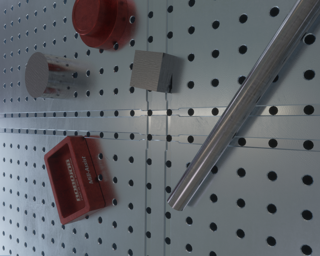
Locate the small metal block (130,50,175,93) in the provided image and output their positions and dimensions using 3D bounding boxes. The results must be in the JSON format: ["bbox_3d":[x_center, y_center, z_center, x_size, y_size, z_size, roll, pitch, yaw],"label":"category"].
[{"bbox_3d":[-0.011,-0.076,0.418,0.050,0.025,0.050,17,101,38],"label":"small metal block"}]

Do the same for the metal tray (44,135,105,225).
[{"bbox_3d":[-0.149,0.088,0.529,0.090,0.030,0.130,-33,70,35],"label":"metal tray"}]

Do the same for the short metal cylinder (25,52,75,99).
[{"bbox_3d":[-0.199,-0.092,0.557,0.080,0.050,0.079,0,90,40],"label":"short metal cylinder"}]

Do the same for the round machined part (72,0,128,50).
[{"bbox_3d":[-0.099,-0.174,0.480,0.098,0.042,0.097,0,90,40],"label":"round machined part"}]

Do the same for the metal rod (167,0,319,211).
[{"bbox_3d":[0.089,-0.024,0.336,0.025,0.025,0.298,44,116,31],"label":"metal rod"}]
